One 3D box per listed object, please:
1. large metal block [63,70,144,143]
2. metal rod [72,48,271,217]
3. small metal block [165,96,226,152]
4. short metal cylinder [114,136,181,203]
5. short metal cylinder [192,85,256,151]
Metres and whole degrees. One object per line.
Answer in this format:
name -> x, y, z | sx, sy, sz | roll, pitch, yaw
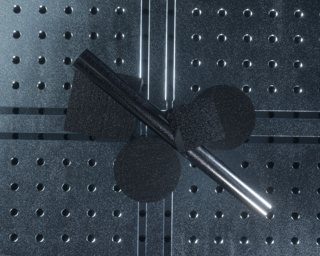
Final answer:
large metal block -> -0.068, -0.029, 0.395 | 0.080, 0.050, 0.080 | 11, 90, 0
metal rod -> 0.025, 0.015, 0.375 | 0.301, 0.025, 0.025 | 39, 90, -14
small metal block -> 0.040, -0.004, 0.353 | 0.050, 0.025, 0.050 | -18, 90, -18
short metal cylinder -> -0.015, 0.050, 0.397 | 0.081, 0.050, 0.079 | 0, 90, 0
short metal cylinder -> 0.075, -0.013, 0.398 | 0.081, 0.050, 0.079 | 0, 90, 0
